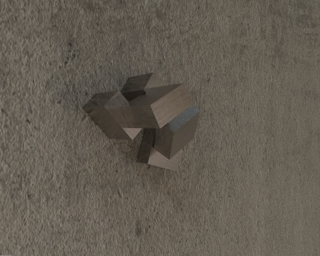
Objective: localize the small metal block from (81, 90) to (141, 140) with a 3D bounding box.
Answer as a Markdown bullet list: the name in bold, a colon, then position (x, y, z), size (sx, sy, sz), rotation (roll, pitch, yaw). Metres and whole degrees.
- **small metal block**: position (-0.053, -0.013, 0.348), size (0.025, 0.050, 0.050), rotation (-53, 121, -27)

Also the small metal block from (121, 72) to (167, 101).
- **small metal block**: position (-0.013, -0.040, 0.381), size (0.050, 0.050, 0.025), rotation (39, 66, -33)

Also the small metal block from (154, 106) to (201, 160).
- **small metal block**: position (0.020, 0.003, 0.377), size (0.050, 0.025, 0.050), rotation (-38, 151, -33)

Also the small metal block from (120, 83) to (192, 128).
- **small metal block**: position (-0.004, -0.023, 0.323), size (0.050, 0.050, 0.025), rotation (-36, 113, -34)

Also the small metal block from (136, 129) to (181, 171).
- **small metal block**: position (0.001, 0.027, 0.409), size (0.050, 0.025, 0.050), rotation (21, 77, -38)
